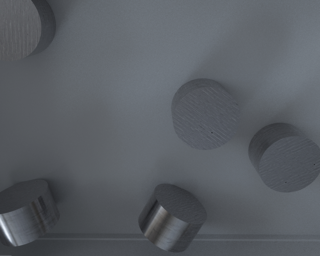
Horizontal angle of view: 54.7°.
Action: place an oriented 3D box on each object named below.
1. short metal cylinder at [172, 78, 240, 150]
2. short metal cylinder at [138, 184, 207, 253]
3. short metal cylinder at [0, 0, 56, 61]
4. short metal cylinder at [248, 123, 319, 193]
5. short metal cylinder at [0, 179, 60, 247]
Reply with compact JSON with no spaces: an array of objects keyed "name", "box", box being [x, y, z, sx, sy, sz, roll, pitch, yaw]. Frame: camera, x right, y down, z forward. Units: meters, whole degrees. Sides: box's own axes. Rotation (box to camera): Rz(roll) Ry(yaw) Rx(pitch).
[{"name":"short metal cylinder","box":[0.055,-0.019,0.392,0.081,0.050,0.079,0,110,-1]},{"name":"short metal cylinder","box":[0.017,0.122,0.427,0.080,0.080,0.050,25,108,-9]},{"name":"short metal cylinder","box":[-0.167,-0.120,0.351,0.081,0.050,0.079,0,110,-1]},{"name":"short metal cylinder","box":[0.165,0.039,0.415,0.081,0.050,0.079,0,110,-1]},{"name":"short metal cylinder","box":[-0.185,0.113,0.421,0.080,0.080,0.050,-12,110,4]}]
